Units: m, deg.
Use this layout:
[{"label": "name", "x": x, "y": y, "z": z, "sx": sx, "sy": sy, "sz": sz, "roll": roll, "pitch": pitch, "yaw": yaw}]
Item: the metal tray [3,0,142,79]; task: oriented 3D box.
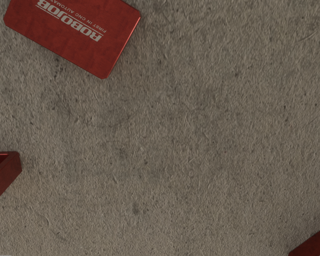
[{"label": "metal tray", "x": -0.099, "y": -0.128, "z": 0.359, "sx": 0.131, "sy": 0.030, "sz": 0.090, "roll": 29, "pitch": 107, "yaw": -11}]

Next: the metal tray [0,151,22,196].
[{"label": "metal tray", "x": -0.260, "y": 0.063, "z": 0.395, "sx": 0.131, "sy": 0.090, "sz": 0.030, "roll": -1, "pitch": 110, "yaw": 0}]

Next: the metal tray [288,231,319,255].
[{"label": "metal tray", "x": 0.260, "y": 0.186, "z": 0.445, "sx": 0.030, "sy": 0.090, "sz": 0.130, "roll": 42, "pitch": 105, "yaw": -14}]
